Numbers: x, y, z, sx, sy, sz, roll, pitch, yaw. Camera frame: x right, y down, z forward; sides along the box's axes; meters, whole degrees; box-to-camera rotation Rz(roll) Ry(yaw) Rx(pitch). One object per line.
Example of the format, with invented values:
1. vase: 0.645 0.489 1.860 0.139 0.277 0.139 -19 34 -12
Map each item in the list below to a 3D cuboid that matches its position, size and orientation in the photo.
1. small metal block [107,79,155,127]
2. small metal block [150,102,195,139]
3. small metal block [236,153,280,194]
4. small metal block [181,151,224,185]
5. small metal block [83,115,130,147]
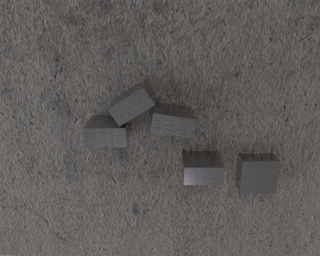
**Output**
1. small metal block: -0.034 -0.033 0.384 0.050 0.050 0.025 -30 107 10
2. small metal block: 0.015 -0.011 0.392 0.050 0.050 0.025 9 110 -3
3. small metal block: 0.136 0.064 0.434 0.050 0.025 0.050 -1 110 0
4. small metal block: 0.056 0.053 0.416 0.050 0.050 0.025 0 110 0
5. small metal block: -0.066 0.003 0.397 0.050 0.050 0.025 0 110 0
